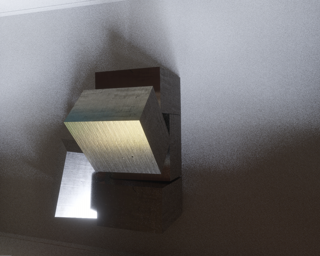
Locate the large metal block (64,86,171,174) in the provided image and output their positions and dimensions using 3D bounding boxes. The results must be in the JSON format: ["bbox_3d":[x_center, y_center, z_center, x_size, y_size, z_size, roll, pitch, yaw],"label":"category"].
[{"bbox_3d":[-0.041,0.004,0.333,0.080,0.080,0.050,-1,45,19],"label":"large metal block"}]

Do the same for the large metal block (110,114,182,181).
[{"bbox_3d":[-0.018,0.023,0.403,0.080,0.050,0.079,-1,90,19],"label":"large metal block"}]

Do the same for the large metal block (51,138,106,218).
[{"bbox_3d":[-0.108,0.063,0.408,0.050,0.080,0.079,10,95,-24],"label":"large metal block"}]

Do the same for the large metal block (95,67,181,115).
[{"bbox_3d":[-0.024,-0.041,0.386,0.080,0.080,0.050,-1,90,19],"label":"large metal block"}]

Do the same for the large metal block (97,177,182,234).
[{"bbox_3d":[-0.022,0.090,0.386,0.080,0.080,0.050,1,90,19],"label":"large metal block"}]
